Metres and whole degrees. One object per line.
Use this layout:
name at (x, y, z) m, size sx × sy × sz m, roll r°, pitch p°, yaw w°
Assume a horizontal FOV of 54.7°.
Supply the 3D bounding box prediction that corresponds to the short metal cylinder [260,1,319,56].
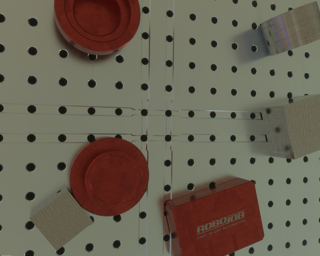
short metal cylinder at (0.195, -0.144, 0.455) m, size 0.081 × 0.080 × 0.050 m, roll -23°, pitch 98°, yaw -19°

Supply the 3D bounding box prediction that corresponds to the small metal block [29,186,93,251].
small metal block at (-0.117, 0.107, 0.370) m, size 0.050 × 0.025 × 0.050 m, roll -37°, pitch 102°, yaw -16°

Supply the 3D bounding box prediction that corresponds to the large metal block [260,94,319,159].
large metal block at (0.212, -0.004, 0.477) m, size 0.081 × 0.050 × 0.080 m, roll -16°, pitch 96°, yaw -19°

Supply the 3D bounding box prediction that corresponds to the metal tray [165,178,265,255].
metal tray at (0.079, 0.132, 0.439) m, size 0.131 × 0.030 × 0.089 m, roll -13°, pitch 95°, yaw -20°

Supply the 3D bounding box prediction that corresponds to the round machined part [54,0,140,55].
round machined part at (-0.077, -0.137, 0.375) m, size 0.099 × 0.042 × 0.097 m, roll 0°, pitch 90°, yaw -20°

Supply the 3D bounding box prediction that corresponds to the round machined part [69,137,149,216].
round machined part at (-0.060, 0.060, 0.381) m, size 0.099 × 0.042 × 0.097 m, roll 0°, pitch 90°, yaw -20°
